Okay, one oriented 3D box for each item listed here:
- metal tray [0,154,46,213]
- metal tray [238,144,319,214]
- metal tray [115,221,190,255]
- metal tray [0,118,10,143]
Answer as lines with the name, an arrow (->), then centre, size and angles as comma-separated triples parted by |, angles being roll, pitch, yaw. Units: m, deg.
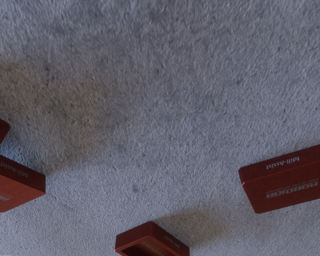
metal tray -> -0.240, 0.076, 0.436 | 0.090, 0.030, 0.130 | -25, 144, 13
metal tray -> 0.198, 0.082, 0.477 | 0.130, 0.030, 0.090 | -20, 128, 15
metal tray -> -0.013, 0.238, 0.606 | 0.090, 0.030, 0.130 | -30, 124, 23
metal tray -> -0.278, 0.014, 0.411 | 0.130, 0.030, 0.090 | -34, 123, 25
